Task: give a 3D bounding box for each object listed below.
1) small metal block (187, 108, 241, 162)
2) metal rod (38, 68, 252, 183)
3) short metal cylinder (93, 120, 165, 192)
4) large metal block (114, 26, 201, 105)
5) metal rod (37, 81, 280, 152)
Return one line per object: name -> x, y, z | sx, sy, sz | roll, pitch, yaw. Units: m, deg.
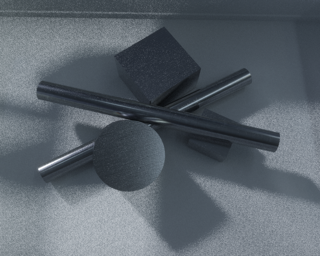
small metal block -> 0.070, 0.010, 0.404 | 0.050, 0.025, 0.050 | 25, 72, 8
metal rod -> -0.012, -0.008, 0.410 | 0.302, 0.025, 0.025 | -26, 72, -10
short metal cylinder -> -0.039, 0.030, 0.368 | 0.081, 0.050, 0.079 | 0, 92, -12
large metal block -> -0.004, -0.077, 0.422 | 0.080, 0.050, 0.080 | -34, 74, -12
metal rod -> -0.005, -0.016, 0.387 | 0.302, 0.025, 0.025 | 13, 71, 4
